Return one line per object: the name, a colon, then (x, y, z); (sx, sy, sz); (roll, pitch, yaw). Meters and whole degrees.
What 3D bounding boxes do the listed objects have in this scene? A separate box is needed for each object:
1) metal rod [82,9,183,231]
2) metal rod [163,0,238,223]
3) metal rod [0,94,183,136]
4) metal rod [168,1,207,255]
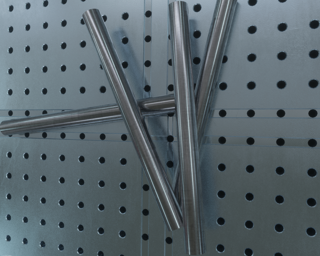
metal rod: (-0.036, -0.016, 0.397); (0.025, 0.025, 0.299); (-25, 82, 18)
metal rod: (0.050, -0.019, 0.395); (0.025, 0.025, 0.298); (15, 95, 19)
metal rod: (-0.108, -0.017, 0.451); (0.301, 0.025, 0.025); (-7, 88, 19)
metal rod: (0.032, -0.005, 0.374); (0.025, 0.025, 0.299); (-6, 84, 20)
